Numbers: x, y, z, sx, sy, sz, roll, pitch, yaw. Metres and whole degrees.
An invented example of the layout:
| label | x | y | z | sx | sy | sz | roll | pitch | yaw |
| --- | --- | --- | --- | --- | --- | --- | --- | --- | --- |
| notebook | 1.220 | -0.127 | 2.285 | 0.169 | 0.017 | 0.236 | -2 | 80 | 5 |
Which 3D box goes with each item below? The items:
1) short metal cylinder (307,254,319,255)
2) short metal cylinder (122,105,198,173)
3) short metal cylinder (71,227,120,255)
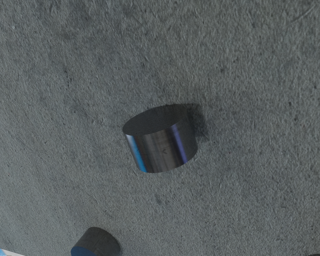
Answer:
| label | x | y | z | sx | sy | sz | roll | pitch | yaw |
| --- | --- | --- | --- | --- | --- | --- | --- | --- | --- |
| short metal cylinder | 0.222 | 0.214 | 0.406 | 0.080 | 0.050 | 0.079 | 13 | 124 | 21 |
| short metal cylinder | 0.001 | 0.011 | 0.378 | 0.080 | 0.080 | 0.050 | -5 | 116 | 30 |
| short metal cylinder | -0.126 | 0.242 | 0.607 | 0.080 | 0.050 | 0.079 | 13 | 124 | 21 |
